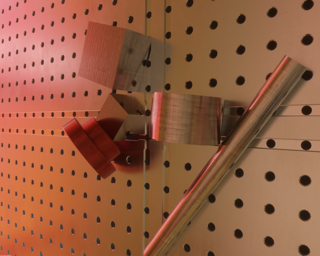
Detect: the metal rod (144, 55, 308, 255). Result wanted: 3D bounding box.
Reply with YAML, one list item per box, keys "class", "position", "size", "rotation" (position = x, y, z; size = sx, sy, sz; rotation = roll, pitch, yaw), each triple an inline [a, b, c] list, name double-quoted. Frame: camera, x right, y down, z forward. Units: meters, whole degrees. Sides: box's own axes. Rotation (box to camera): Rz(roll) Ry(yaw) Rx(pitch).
- class: "metal rod"
  position: [0.061, 0.053, 0.357]
  size: [0.025, 0.025, 0.298]
  rotation: [45, 117, 30]

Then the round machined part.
- class: "round machined part"
  position: [-0.093, 0.023, 0.449]
  size: [0.042, 0.098, 0.098]
  rotation: [-38, 60, -10]

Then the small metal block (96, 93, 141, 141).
- class: "small metal block"
  position: [-0.063, -0.016, 0.459]
  size: [0.050, 0.025, 0.050]
  rotation: [47, 118, 29]

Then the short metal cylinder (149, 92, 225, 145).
- class: "short metal cylinder"
  position: [0.030, -0.011, 0.348]
  size: [0.080, 0.081, 0.050]
  rotation: [9, 96, 39]

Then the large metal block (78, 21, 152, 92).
- class: "large metal block"
  position: [-0.066, -0.102, 0.445]
  size: [0.080, 0.050, 0.079]
  rotation: [24, 105, 37]
